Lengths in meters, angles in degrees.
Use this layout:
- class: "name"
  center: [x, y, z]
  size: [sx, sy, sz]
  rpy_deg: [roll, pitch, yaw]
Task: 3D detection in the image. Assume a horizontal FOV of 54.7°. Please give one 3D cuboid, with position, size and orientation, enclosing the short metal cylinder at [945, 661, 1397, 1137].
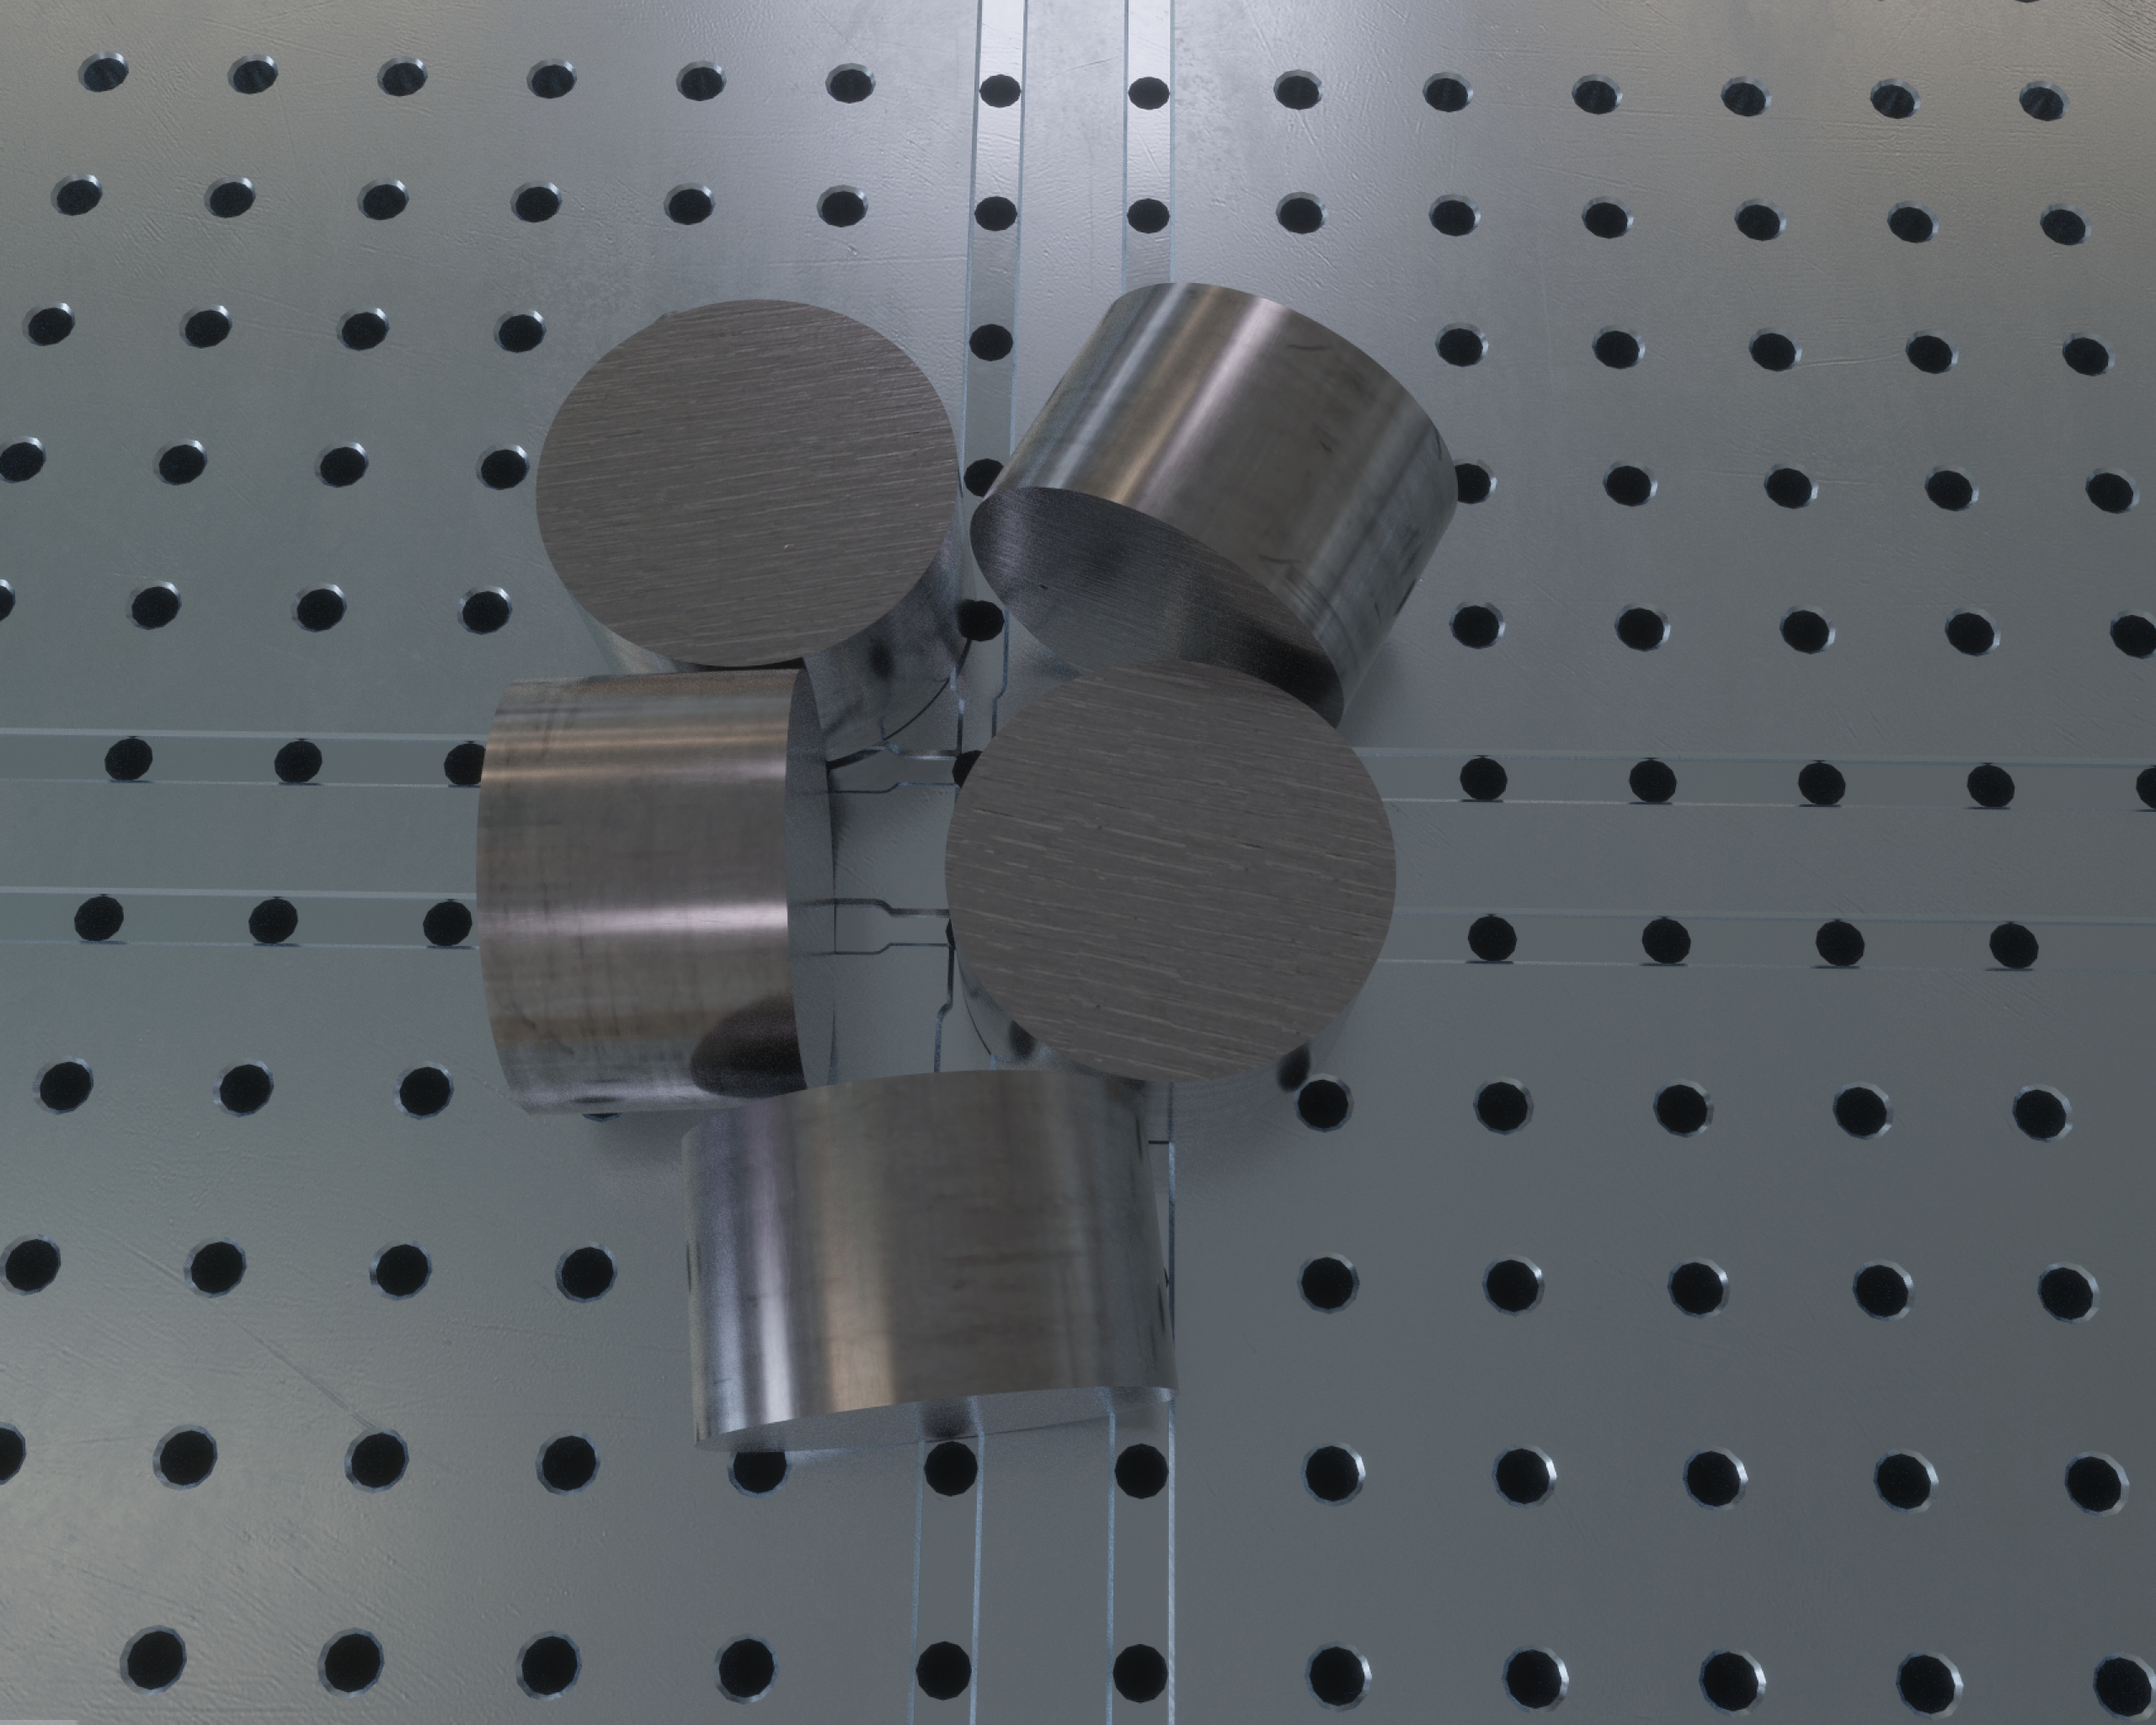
- class: "short metal cylinder"
  center: [0.016, 0.008, 0.395]
  size: [0.081, 0.050, 0.080]
  rpy_deg: [0, 70, -1]

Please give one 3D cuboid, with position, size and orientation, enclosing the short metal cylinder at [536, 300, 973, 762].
- class: "short metal cylinder"
  center: [-0.063, -0.065, 0.421]
  size: [0.080, 0.050, 0.080]
  rpy_deg: [0, 70, 1]

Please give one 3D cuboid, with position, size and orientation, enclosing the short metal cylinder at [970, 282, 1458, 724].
- class: "short metal cylinder"
  center: [0.026, -0.066, 0.407]
  size: [0.080, 0.080, 0.050]
  rpy_deg: [27, 72, 9]

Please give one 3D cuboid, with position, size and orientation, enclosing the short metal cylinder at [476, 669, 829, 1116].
- class: "short metal cylinder"
  center: [-0.074, 0.005, 0.381]
  size: [0.050, 0.080, 0.080]
  rpy_deg: [-2, 70, -1]

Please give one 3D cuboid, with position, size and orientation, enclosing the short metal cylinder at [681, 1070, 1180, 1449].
- class: "short metal cylinder"
  center: [-0.026, 0.070, 0.356]
  size: [0.081, 0.080, 0.050]
  rpy_deg: [-6, 71, -2]
